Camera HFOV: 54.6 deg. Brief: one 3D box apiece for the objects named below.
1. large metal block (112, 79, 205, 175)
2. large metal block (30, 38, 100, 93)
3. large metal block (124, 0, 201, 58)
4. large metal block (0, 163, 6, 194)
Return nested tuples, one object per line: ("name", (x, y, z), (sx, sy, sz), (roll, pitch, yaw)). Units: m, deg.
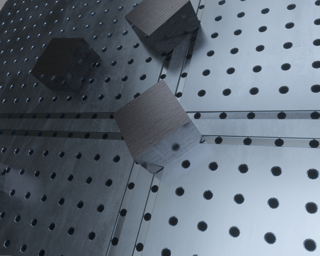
("large metal block", (-0.003, -0.002, 0.396), (0.080, 0.050, 0.080), (-34, 51, 5))
("large metal block", (-0.167, -0.112, 0.551), (0.080, 0.050, 0.080), (10, 67, 32))
("large metal block", (0.003, -0.172, 0.497), (0.080, 0.050, 0.080), (-42, 51, 0))
("large metal block", (-0.307, 0.081, 0.487), (0.080, 0.080, 0.050), (-26, 53, 12))
